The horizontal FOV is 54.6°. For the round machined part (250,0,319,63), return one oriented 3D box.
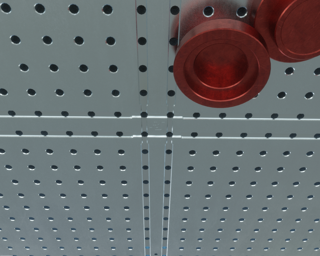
[{"bbox_3d":[0.144,-0.108,0.309,0.099,0.042,0.097,0,130,0],"label":"round machined part"}]

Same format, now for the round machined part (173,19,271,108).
[{"bbox_3d":[0.065,-0.071,0.333,0.098,0.042,0.097,6,135,6],"label":"round machined part"}]
